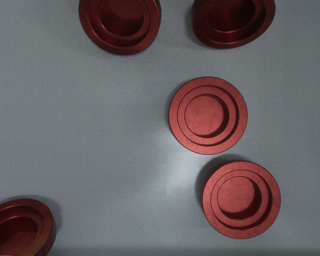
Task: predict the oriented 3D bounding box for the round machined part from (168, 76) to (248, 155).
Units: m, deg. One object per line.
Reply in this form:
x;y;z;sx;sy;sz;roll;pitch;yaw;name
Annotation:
0.060;-0.015;0.404;0.099;0.042;0.097;0;90;-1;round machined part

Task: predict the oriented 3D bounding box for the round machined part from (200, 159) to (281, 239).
0.101;0.089;0.404;0.099;0.042;0.097;0;90;-1;round machined part

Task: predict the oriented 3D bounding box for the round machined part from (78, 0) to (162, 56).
-0.047;-0.144;0.386;0.099;0.042;0.097;4;131;5;round machined part

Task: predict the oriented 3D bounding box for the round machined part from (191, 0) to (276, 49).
0.087;-0.147;0.383;0.099;0.098;0.042;-4;62;-1;round machined part

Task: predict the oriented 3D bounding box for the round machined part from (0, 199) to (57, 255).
-0.178;0.139;0.383;0.099;0.098;0.042;-2;128;-1;round machined part
